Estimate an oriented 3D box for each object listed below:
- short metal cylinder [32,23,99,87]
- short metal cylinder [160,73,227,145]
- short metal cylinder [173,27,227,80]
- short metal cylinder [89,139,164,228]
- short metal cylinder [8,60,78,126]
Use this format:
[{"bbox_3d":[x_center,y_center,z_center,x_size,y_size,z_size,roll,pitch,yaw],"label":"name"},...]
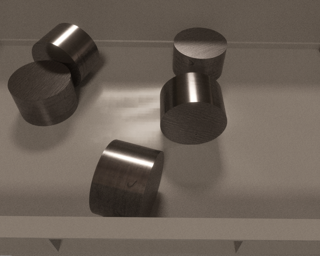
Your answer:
[{"bbox_3d":[-0.138,-0.106,0.456,0.080,0.080,0.050,19,53,14],"label":"short metal cylinder"},{"bbox_3d":[0.040,-0.023,0.389,0.081,0.080,0.050,0,50,-1],"label":"short metal cylinder"},{"bbox_3d":[0.061,-0.113,0.485,0.081,0.050,0.080,0,50,0],"label":"short metal cylinder"},{"bbox_3d":[-0.032,0.056,0.322,0.050,0.080,0.080,14,51,11],"label":"short metal cylinder"},{"bbox_3d":[-0.159,-0.049,0.428,0.081,0.050,0.080,0,50,0],"label":"short metal cylinder"}]
